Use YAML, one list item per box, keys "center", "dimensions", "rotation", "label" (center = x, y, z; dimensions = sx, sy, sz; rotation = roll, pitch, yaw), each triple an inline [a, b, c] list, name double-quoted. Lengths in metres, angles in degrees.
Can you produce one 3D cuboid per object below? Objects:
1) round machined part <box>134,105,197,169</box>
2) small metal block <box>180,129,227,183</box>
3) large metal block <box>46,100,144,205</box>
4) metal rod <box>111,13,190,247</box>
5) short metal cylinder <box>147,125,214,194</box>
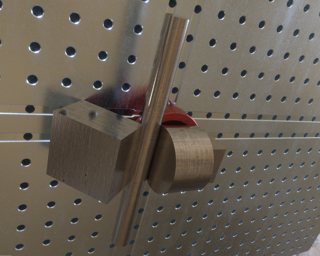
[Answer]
- center: [-0.001, 0.014, 0.408]
  dimensions: [0.099, 0.042, 0.097]
  rotation: [-14, 125, -21]
  label: "round machined part"
- center: [0.052, 0.035, 0.392]
  dimensions: [0.025, 0.050, 0.050]
  rotation: [1, 118, -30]
  label: "small metal block"
- center: [-0.073, 0.024, 0.344]
  dimensions: [0.050, 0.080, 0.079]
  rotation: [-39, 148, -61]
  label: "large metal block"
- center: [-0.019, 0.022, 0.362]
  dimensions: [0.025, 0.025, 0.298]
  rotation: [1, 118, -29]
  label: "metal rod"
- center: [0.019, 0.036, 0.371]
  dimensions: [0.050, 0.080, 0.079]
  rotation: [1, 118, -29]
  label: "short metal cylinder"
